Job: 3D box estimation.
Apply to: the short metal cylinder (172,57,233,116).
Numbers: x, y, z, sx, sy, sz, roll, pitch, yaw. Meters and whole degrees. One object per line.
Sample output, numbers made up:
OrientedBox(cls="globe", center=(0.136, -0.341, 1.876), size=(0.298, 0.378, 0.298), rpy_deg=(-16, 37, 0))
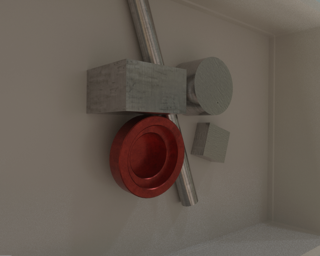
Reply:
OrientedBox(cls="short metal cylinder", center=(0.059, -0.057, 0.442), size=(0.081, 0.050, 0.079), rpy_deg=(0, 90, -40))

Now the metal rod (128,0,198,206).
OrientedBox(cls="metal rod", center=(0.006, -0.035, 0.413), size=(0.025, 0.025, 0.298), rpy_deg=(-25, 106, -38))

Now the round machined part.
OrientedBox(cls="round machined part", center=(-0.019, 0.032, 0.377), size=(0.099, 0.042, 0.097), rpy_deg=(-6, 100, -40))

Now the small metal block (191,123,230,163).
OrientedBox(cls="small metal block", center=(0.078, 0.023, 0.475), size=(0.050, 0.025, 0.050), rpy_deg=(22, 76, -38))

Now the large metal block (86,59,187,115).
OrientedBox(cls="large metal block", center=(-0.027, -0.041, 0.350), size=(0.081, 0.080, 0.050), rpy_deg=(1, 90, -40))
